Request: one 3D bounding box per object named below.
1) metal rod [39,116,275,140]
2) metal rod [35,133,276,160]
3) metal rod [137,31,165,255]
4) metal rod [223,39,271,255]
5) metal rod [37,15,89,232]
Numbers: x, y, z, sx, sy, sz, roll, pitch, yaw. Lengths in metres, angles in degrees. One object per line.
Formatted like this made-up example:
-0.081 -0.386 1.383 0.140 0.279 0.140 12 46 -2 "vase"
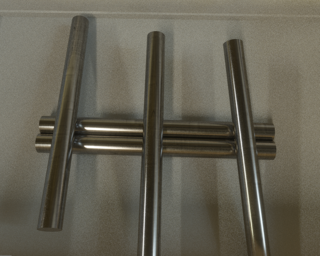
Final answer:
-0.004 0.001 0.408 0.302 0.025 0.025 2 70 0 "metal rod"
-0.005 0.024 0.400 0.302 0.025 0.025 2 70 0 "metal rod"
-0.009 0.014 0.377 0.025 0.025 0.299 1 70 0 "metal rod"
0.105 0.036 0.373 0.025 0.025 0.298 -4 78 -2 "metal rod"
-0.116 -0.026 0.391 0.025 0.025 0.299 -1 62 -1 "metal rod"
